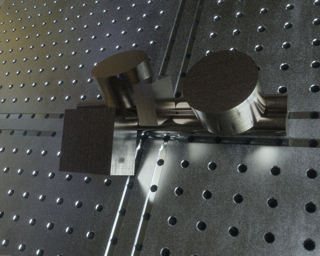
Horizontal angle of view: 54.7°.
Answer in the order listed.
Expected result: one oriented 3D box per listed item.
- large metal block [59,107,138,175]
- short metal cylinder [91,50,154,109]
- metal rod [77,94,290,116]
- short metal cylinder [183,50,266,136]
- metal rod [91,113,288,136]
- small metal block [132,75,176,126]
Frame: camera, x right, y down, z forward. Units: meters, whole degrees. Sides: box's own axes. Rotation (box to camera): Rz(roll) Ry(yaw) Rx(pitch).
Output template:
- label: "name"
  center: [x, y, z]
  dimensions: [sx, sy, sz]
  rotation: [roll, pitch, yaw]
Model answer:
- label: "large metal block"
  center: [-0.078, 0.018, 0.400]
  dimensions: [0.080, 0.050, 0.080]
  rotation: [-1, 82, 28]
- label: "short metal cylinder"
  center: [-0.049, -0.070, 0.438]
  dimensions: [0.080, 0.050, 0.080]
  rotation: [-13, 33, 9]
- label: "metal rod"
  center: [0.011, -0.028, 0.415]
  dimensions: [0.300, 0.025, 0.025]
  rotation: [1, 62, 28]
- label: "short metal cylinder"
  center: [0.072, -0.038, 0.341]
  dimensions: [0.080, 0.050, 0.080]
  rotation: [-13, 56, 21]
- label: "metal rod"
  center: [0.005, -0.006, 0.405]
  dimensions: [0.300, 0.025, 0.025]
  rotation: [1, 62, 28]
- label: "small metal block"
  center: [-0.005, -0.034, 0.375]
  dimensions: [0.025, 0.050, 0.050]
  rotation: [1, 20, 28]
